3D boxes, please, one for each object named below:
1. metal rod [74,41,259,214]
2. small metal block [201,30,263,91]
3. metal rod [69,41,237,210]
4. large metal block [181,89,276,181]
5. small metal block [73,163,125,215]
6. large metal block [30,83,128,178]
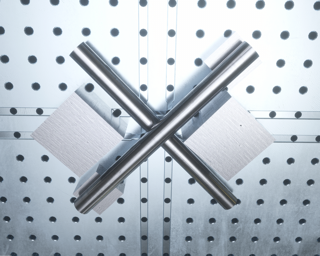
[{"bbox_3d":[-0.002,0.009,0.389,0.299,0.025,0.025,-43,105,14],"label":"metal rod"},{"bbox_3d":[0.088,-0.084,0.384,0.050,0.025,0.050,-42,105,14],"label":"small metal block"},{"bbox_3d":[0.001,0.007,0.415,0.025,0.025,0.300,-41,105,13],"label":"metal rod"},{"bbox_3d":[0.086,0.008,0.404,0.080,0.050,0.080,41,105,-14],"label":"large metal block"},{"bbox_3d":[-0.087,0.088,0.445,0.050,0.025,0.050,43,104,-14],"label":"small metal block"},{"bbox_3d":[-0.101,0.002,0.400,0.080,0.050,0.080,-41,105,13],"label":"large metal block"}]
